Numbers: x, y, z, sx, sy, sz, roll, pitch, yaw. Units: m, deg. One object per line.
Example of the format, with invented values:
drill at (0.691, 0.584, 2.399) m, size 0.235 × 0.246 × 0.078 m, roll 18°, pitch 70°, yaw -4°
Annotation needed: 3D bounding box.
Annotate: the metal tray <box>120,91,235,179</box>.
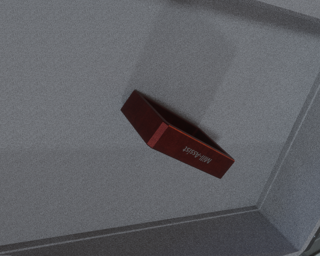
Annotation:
metal tray at (0.023, 0.009, 0.382) m, size 0.131 × 0.090 × 0.030 m, roll 27°, pitch 103°, yaw -38°
